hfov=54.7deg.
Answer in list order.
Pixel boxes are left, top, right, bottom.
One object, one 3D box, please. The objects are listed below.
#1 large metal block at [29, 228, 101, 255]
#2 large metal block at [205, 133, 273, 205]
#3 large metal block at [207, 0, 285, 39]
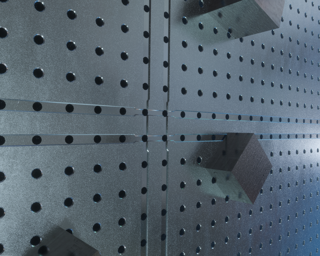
[{"bbox_3d":[-0.082,0.156,0.307,0.050,0.080,0.080,-40,115,-33],"label":"large metal block"},{"bbox_3d":[0.131,0.064,0.506,0.080,0.050,0.080,-52,121,-27],"label":"large metal block"},{"bbox_3d":[0.137,-0.192,0.490,0.080,0.080,0.050,26,74,-38],"label":"large metal block"}]
